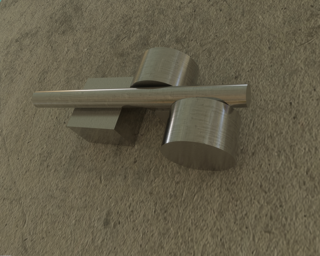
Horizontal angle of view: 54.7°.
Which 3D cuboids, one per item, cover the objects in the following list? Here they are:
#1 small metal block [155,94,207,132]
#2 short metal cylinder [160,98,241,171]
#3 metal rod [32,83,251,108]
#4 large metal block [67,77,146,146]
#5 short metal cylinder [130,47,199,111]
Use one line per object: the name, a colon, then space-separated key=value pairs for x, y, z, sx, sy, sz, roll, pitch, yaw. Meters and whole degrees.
small metal block: x=0.030 y=-0.018 z=0.382 sx=0.050 sy=0.050 sz=0.025 roll=1 pitch=63 yaw=28
short metal cylinder: x=0.045 y=0.009 z=0.339 sx=0.080 sy=0.080 sz=0.050 roll=0 pitch=62 yaw=28
metal rod: x=-0.043 y=-0.037 z=0.384 sx=0.301 sy=0.025 sz=0.025 roll=2 pitch=63 yaw=27
large metal block: x=-0.070 y=-0.024 z=0.435 sx=0.080 sy=0.050 sz=0.080 roll=3 pitch=63 yaw=29
short metal cylinder: x=0.006 y=-0.059 z=0.403 sx=0.080 sy=0.080 sz=0.050 roll=2 pitch=63 yaw=29
